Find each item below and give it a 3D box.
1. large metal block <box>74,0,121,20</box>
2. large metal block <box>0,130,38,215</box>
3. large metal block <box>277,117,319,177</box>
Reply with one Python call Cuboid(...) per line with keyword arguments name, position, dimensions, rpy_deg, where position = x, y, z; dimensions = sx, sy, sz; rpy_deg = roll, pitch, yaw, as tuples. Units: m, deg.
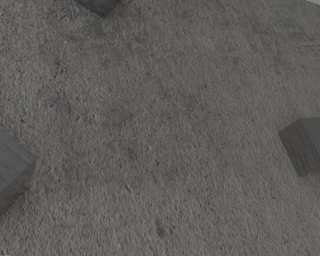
Cuboid(name="large metal block", position=(-0.096, -0.227, 0.474), dimensions=(0.080, 0.050, 0.080), rpy_deg=(31, 52, -9))
Cuboid(name="large metal block", position=(-0.159, 0.033, 0.263), dimensions=(0.080, 0.080, 0.050), rpy_deg=(39, 51, -2))
Cuboid(name="large metal block", position=(0.254, 0.029, 0.506), dimensions=(0.081, 0.050, 0.080), rpy_deg=(-3, 64, -30))
